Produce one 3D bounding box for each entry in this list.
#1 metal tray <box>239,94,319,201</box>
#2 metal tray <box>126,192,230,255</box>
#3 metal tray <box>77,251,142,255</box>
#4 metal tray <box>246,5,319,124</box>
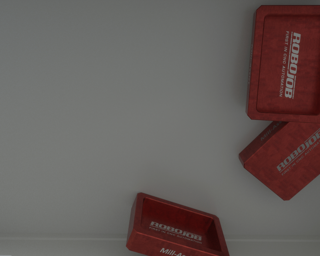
[{"bbox_3d":[0.185,0.027,0.420,0.090,0.030,0.130,39,105,-13],"label":"metal tray"},{"bbox_3d":[0.023,0.143,0.429,0.131,0.090,0.030,19,109,-7],"label":"metal tray"},{"bbox_3d":[-0.092,0.232,0.463,0.131,0.090,0.030,-6,110,2],"label":"metal tray"},{"bbox_3d":[0.153,-0.073,0.363,0.090,0.030,0.129,4,102,10],"label":"metal tray"}]
